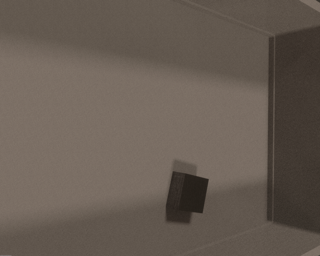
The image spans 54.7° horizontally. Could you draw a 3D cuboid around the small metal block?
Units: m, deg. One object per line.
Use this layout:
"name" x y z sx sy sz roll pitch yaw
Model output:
"small metal block" 0.040 0.092 0.443 0.050 0.025 0.050 20 77 -39
